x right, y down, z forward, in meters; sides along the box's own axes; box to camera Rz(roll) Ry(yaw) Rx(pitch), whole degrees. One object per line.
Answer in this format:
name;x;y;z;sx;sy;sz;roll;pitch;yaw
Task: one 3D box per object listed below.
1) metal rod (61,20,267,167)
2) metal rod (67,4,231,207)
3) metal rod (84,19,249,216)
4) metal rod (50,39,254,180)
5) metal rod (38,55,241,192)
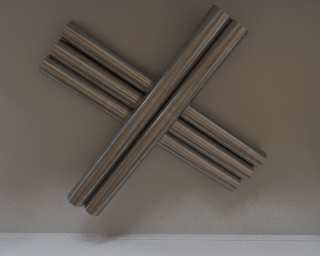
metal rod;0.014;-0.037;0.396;0.301;0.025;0.025;33;107;-12
metal rod;-0.023;-0.015;0.377;0.025;0.025;0.299;36;106;-12
metal rod;-0.002;-0.001;0.382;0.025;0.025;0.299;36;106;-12
metal rod;-0.002;-0.018;0.403;0.301;0.025;0.025;33;107;-12
metal rod;-0.017;0.000;0.409;0.301;0.025;0.025;33;107;-12
